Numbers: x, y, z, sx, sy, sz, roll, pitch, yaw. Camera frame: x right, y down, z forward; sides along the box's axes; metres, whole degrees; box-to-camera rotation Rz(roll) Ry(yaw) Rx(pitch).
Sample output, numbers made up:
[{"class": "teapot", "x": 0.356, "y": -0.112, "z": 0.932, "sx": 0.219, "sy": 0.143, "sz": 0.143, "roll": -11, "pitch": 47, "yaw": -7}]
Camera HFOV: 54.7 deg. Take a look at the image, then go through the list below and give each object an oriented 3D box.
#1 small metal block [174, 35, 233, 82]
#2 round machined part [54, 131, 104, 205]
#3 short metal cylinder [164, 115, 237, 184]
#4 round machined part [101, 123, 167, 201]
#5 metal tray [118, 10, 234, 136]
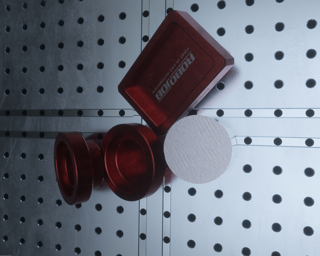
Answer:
[{"class": "small metal block", "x": 0.056, "y": -0.087, "z": 0.393, "sx": 0.050, "sy": 0.025, "sz": 0.050, "roll": 43, "pitch": 103, "yaw": 14}, {"class": "round machined part", "x": -0.110, "y": 0.052, "z": 0.424, "sx": 0.098, "sy": 0.042, "sz": 0.097, "roll": 14, "pitch": 107, "yaw": 54}, {"class": "short metal cylinder", "x": 0.051, "y": 0.025, "z": 0.381, "sx": 0.080, "sy": 0.050, "sz": 0.079, "roll": 0, "pitch": 90, "yaw": 20}, {"class": "round machined part", "x": -0.030, "y": 0.042, "z": 0.402, "sx": 0.098, "sy": 0.042, "sz": 0.097, "roll": 5, "pitch": 98, "yaw": 40}, {"class": "metal tray", "x": 0.014, "y": -0.064, "z": 0.382, "sx": 0.090, "sy": 0.030, "sz": 0.129, "roll": 48, "pitch": 122, "yaw": 11}]
